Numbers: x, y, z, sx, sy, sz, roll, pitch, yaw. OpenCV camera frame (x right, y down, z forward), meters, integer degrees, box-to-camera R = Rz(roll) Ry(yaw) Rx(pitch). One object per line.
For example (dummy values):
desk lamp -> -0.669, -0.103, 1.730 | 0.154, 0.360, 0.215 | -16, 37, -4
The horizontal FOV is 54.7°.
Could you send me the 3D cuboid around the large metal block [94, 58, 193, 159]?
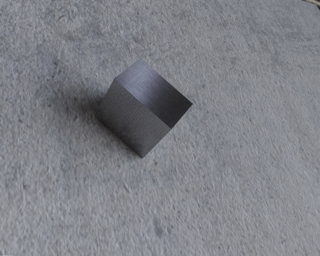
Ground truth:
large metal block -> -0.022, -0.021, 0.371 | 0.080, 0.080, 0.050 | 41, 51, 0
